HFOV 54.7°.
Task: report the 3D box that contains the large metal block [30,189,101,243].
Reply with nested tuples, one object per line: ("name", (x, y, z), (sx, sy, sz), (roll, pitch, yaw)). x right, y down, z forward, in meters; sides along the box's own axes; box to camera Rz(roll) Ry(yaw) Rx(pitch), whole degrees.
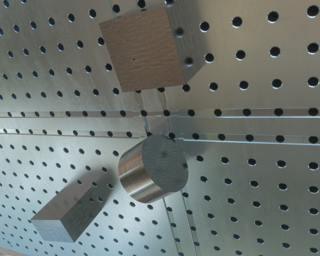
("large metal block", (-0.170, 0.158, 0.563), (0.080, 0.080, 0.050), (-10, 113, 32))

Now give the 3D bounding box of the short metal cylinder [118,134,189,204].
("short metal cylinder", (-0.008, 0.055, 0.414), (0.050, 0.080, 0.080), (-34, 100, 38))

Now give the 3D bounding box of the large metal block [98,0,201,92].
("large metal block", (-0.009, -0.090, 0.344), (0.080, 0.050, 0.080), (-3, 117, 29))
